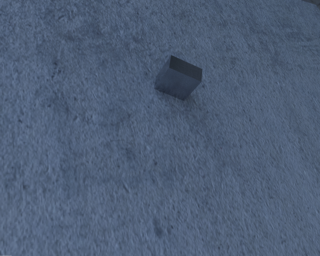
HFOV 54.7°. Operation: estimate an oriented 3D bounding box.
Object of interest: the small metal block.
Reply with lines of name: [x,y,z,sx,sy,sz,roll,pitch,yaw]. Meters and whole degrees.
small metal block: [0.026,-0.071,0.447,0.050,0.050,0.025,21,54,-17]
